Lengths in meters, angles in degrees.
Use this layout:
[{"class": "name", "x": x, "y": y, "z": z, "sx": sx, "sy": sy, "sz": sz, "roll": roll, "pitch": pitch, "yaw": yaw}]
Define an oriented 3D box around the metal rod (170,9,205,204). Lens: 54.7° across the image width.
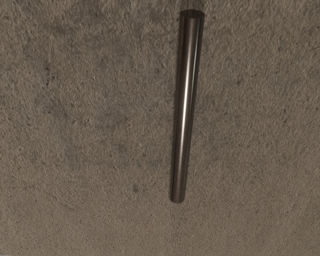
[{"class": "metal rod", "x": 0.030, "y": -0.001, "z": 0.406, "sx": 0.025, "sy": 0.025, "sz": 0.298, "roll": 0, "pitch": 130, "yaw": -1}]
